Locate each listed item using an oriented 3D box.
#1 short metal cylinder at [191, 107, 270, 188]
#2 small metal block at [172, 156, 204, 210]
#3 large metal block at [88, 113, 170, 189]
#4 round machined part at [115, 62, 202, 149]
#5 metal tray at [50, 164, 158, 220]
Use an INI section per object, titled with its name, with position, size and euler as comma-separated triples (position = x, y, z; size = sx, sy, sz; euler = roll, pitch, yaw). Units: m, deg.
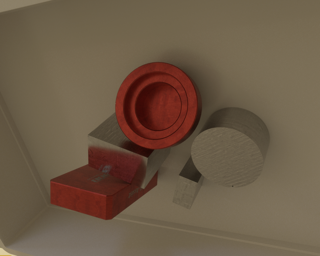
[short metal cylinder]
position = 0.083, 0.022, 0.362
size = 0.080, 0.050, 0.079
euler = 13, 124, 20
[small metal block]
position = 0.041, 0.071, 0.413
size = 0.025, 0.050, 0.050
euler = 21, 126, 15
[large metal block]
position = -0.036, 0.022, 0.404
size = 0.080, 0.080, 0.050
euler = 19, 126, 16
[round machined part]
position = 0.001, -0.024, 0.363
size = 0.098, 0.042, 0.097
euler = -1, 88, 20
[metal tray]
position = -0.070, 0.074, 0.420
size = 0.090, 0.131, 0.030
euler = 8, 102, 23
